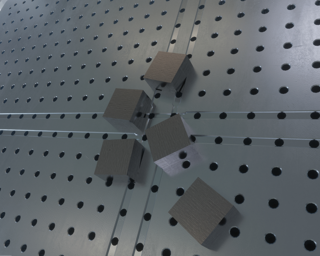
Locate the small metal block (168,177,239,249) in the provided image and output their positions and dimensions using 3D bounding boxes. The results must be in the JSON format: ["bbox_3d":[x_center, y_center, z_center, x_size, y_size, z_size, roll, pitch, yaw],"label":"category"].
[{"bbox_3d":[0.046,0.090,0.330,0.050,0.025,0.050,-48,51,-6],"label":"small metal block"}]

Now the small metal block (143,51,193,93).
[{"bbox_3d":[0.012,-0.083,0.454,0.050,0.025,0.050,17,70,34],"label":"small metal block"}]

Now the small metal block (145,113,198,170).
[{"bbox_3d":[0.014,0.017,0.392,0.050,0.025,0.050,-27,52,11],"label":"small metal block"}]

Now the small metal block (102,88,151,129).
[{"bbox_3d":[-0.048,-0.029,0.453,0.050,0.025,0.050,8,65,31],"label":"small metal block"}]

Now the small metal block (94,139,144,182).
[{"bbox_3d":[-0.054,0.043,0.411,0.050,0.025,0.050,-3,60,26],"label":"small metal block"}]
